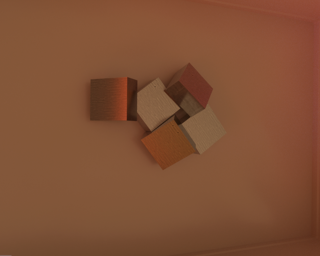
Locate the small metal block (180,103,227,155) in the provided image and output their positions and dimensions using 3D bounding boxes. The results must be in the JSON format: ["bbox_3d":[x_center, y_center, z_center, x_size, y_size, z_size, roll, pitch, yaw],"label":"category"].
[{"bbox_3d":[0.056,0.001,0.431,0.050,0.025,0.050,-38,102,-16],"label":"small metal block"}]

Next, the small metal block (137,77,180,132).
[{"bbox_3d":[-0.011,-0.030,0.406,0.050,0.025,0.050,-39,103,-16],"label":"small metal block"}]

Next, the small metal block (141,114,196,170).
[{"bbox_3d":[0.012,0.018,0.402,0.050,0.025,0.050,-32,102,14],"label":"small metal block"}]

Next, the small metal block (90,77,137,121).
[{"bbox_3d":[-0.056,-0.033,0.374,0.050,0.025,0.050,0,89,23],"label":"small metal block"}]

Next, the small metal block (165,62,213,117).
[{"bbox_3d":[0.040,-0.051,0.412,0.050,0.025,0.050,45,41,-15],"label":"small metal block"}]
